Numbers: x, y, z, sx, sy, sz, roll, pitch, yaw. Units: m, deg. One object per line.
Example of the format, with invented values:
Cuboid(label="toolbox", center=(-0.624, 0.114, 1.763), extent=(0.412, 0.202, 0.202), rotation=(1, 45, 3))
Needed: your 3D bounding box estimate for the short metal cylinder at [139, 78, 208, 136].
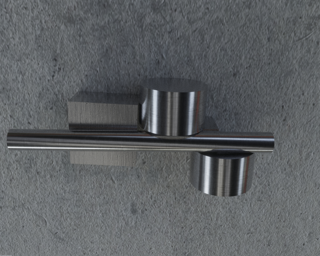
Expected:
Cuboid(label="short metal cylinder", center=(0.015, -0.028, 0.372), extent=(0.081, 0.080, 0.050), rotation=(2, 110, -1))

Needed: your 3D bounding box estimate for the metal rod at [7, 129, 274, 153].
Cuboid(label="metal rod", center=(-0.020, 0.015, 0.362), extent=(0.302, 0.025, 0.025), rotation=(1, 110, -2))

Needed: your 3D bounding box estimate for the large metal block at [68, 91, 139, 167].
Cuboid(label="large metal block", center=(-0.068, 0.000, 0.393), extent=(0.081, 0.050, 0.079), rotation=(3, 110, -2))

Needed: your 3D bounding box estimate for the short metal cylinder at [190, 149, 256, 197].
Cuboid(label="short metal cylinder", center=(0.079, 0.045, 0.399), extent=(0.081, 0.080, 0.050), rotation=(0, 110, -1))

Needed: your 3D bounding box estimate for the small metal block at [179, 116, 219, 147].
Cuboid(label="small metal block", center=(0.045, 0.004, 0.399), extent=(0.050, 0.050, 0.025), rotation=(1, 110, -1))
